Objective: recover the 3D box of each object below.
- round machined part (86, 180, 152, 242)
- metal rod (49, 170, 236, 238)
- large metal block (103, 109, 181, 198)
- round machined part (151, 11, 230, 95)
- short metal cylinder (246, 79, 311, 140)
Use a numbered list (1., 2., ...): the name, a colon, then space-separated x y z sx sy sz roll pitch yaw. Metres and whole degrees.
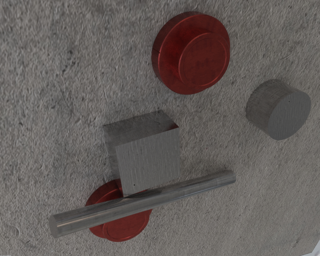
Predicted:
1. round machined part: -0.054 0.123 0.443 0.099 0.042 0.097 -14 124 -21
2. metal rod: 0.002 0.095 0.429 0.302 0.025 0.025 -6 122 -39
3. large metal block: -0.022 0.031 0.398 0.081 0.050 0.079 -17 125 -19
4. round machined part: 0.043 -0.084 0.368 0.099 0.042 0.097 -14 124 -21
5. short metal cylinder: 0.179 -0.028 0.471 0.081 0.050 0.079 -14 124 -21
